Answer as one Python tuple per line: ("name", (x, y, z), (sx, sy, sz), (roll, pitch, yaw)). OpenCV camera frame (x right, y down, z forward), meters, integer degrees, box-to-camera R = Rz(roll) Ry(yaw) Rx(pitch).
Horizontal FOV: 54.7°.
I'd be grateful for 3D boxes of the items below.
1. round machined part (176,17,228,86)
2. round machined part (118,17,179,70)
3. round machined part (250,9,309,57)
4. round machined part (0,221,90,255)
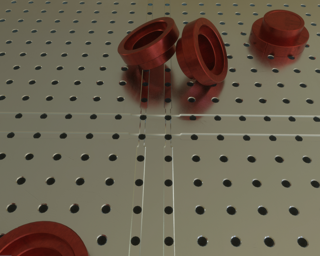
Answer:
("round machined part", (0.060, -0.111, 0.467), (0.042, 0.098, 0.098), (-12, 40, 38))
("round machined part", (-0.014, -0.129, 0.488), (0.098, 0.042, 0.098), (-20, 38, 17))
("round machined part", (0.212, -0.172, 0.544), (0.099, 0.042, 0.098), (0, 50, 0))
("round machined part", (-0.110, 0.139, 0.279), (0.099, 0.042, 0.098), (0, 50, 0))
